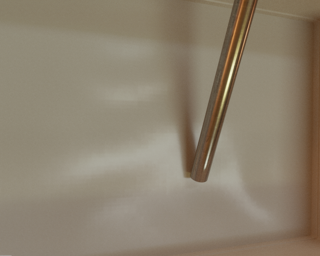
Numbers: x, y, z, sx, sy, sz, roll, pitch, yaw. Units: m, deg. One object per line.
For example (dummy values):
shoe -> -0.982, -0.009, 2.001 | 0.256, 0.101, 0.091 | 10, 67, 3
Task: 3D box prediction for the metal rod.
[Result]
metal rod -> 0.080, -0.065, 0.374 | 0.025, 0.025, 0.298 | 1, 116, -20
